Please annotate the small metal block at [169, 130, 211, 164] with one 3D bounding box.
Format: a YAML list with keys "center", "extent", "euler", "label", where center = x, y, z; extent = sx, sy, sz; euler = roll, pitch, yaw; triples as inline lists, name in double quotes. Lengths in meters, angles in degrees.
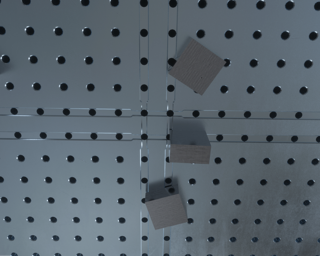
- center: [0.038, 0.024, 0.409]
  extent: [0.050, 0.050, 0.025]
  euler: [3, 110, -1]
  label: "small metal block"

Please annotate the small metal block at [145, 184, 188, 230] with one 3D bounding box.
- center: [0.010, 0.117, 0.456]
  extent: [0.050, 0.025, 0.050]
  euler: [-16, 110, 5]
  label: "small metal block"

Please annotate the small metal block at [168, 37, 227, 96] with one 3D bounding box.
- center: [0.045, -0.077, 0.385]
  extent: [0.050, 0.025, 0.050]
  euler: [32, 107, -11]
  label: "small metal block"
